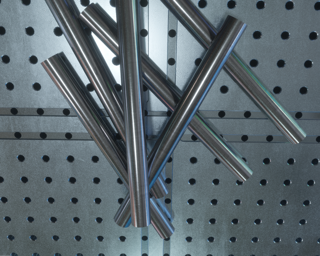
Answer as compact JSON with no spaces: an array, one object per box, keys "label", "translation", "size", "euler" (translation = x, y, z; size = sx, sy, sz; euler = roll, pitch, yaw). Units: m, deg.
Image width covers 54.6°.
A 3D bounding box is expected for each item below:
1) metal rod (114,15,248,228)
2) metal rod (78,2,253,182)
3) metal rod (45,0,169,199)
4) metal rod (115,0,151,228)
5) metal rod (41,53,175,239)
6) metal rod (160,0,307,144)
[{"label":"metal rod","translation":[0.016,0.005,0.387],"size":[0.025,0.025,0.298],"euler":[26,108,-9]},{"label":"metal rod","translation":[0.017,-0.036,0.400],"size":[0.025,0.025,0.300],"euler":[-42,105,14]},{"label":"metal rod","translation":[-0.062,-0.033,0.400],"size":[0.025,0.025,0.299],"euler":[-24,109,8]},{"label":"metal rod","translation":[-0.031,-0.026,0.366],"size":[0.025,0.025,0.298],"euler":[-3,101,1]},{"label":"metal rod","translation":[-0.062,0.037,0.426],"size":[0.025,0.025,0.299],"euler":[-28,108,10]},{"label":"metal rod","translation":[0.081,-0.087,0.381],"size":[0.025,0.025,0.300],"euler":[-43,105,14]}]
